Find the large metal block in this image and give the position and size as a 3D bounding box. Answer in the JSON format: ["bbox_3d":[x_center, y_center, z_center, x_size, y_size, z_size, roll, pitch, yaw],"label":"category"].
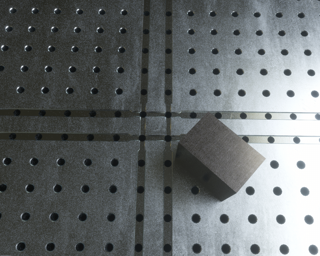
[{"bbox_3d":[0.066,0.037,0.370,0.080,0.080,0.050,41,75,13],"label":"large metal block"}]
